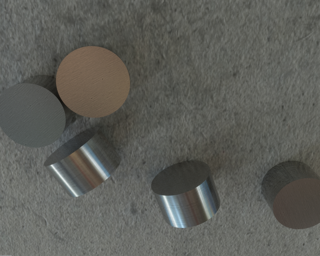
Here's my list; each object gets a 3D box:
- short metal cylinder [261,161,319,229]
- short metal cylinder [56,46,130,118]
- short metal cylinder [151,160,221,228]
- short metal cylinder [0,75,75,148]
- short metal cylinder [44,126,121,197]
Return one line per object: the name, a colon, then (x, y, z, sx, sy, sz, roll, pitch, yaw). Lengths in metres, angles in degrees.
short metal cylinder: (0.190, 0.093, 0.433, 0.081, 0.050, 0.079, 0, 110, -1)
short metal cylinder: (-0.077, -0.057, 0.368, 0.081, 0.050, 0.079, -2, 106, -8)
short metal cylinder: (0.035, 0.086, 0.413, 0.080, 0.080, 0.050, -18, 109, 6)
short metal cylinder: (-0.151, -0.022, 0.386, 0.081, 0.050, 0.079, 0, 110, 0)
short metal cylinder: (-0.097, 0.042, 0.394, 0.080, 0.080, 0.050, -29, 108, 10)
